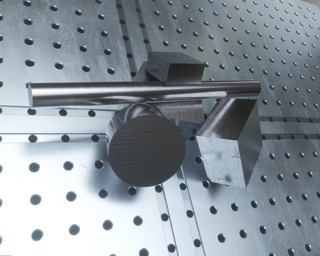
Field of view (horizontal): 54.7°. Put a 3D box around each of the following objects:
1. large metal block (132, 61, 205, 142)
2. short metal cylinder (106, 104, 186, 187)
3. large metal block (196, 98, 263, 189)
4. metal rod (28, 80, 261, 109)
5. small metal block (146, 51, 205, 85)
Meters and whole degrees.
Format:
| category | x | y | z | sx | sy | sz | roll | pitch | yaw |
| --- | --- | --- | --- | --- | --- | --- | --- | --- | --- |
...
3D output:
| category | x | y | z | sx | sy | sz | roll | pitch | yaw |
| --- | --- | --- | --- | --- | --- | --- | --- | --- | --- |
| large metal block | 0.008 | -0.033 | 0.412 | 0.081 | 0.050 | 0.080 | 10 | 57 | -23 |
| short metal cylinder | -0.018 | 0.017 | 0.340 | 0.081 | 0.080 | 0.050 | 18 | 12 | -18 |
| large metal block | 0.093 | 0.017 | 0.400 | 0.080 | 0.050 | 0.080 | -53 | 137 | -39 |
| metal rod | 0.007 | -0.044 | 0.370 | 0.303 | 0.025 | 0.025 | -6 | 65 | -31 |
| small metal block | 0.018 | -0.074 | 0.379 | 0.050 | 0.025 | 0.050 | -6 | 30 | -31 |
